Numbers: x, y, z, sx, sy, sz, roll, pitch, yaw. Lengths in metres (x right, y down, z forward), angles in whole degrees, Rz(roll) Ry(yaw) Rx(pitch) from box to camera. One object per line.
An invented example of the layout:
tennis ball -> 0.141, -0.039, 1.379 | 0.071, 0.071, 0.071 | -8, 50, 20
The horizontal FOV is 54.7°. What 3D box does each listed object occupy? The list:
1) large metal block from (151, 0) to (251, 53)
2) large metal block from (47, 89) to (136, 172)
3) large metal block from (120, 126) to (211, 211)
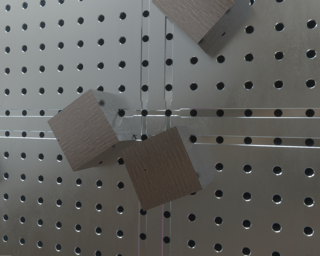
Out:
large metal block -> 0.051, -0.154, 0.381 | 0.080, 0.050, 0.080 | 46, 104, 14
large metal block -> -0.095, 0.003, 0.431 | 0.080, 0.050, 0.080 | -33, 80, 16
large metal block -> 0.008, 0.050, 0.396 | 0.080, 0.050, 0.080 | -25, 82, 18
